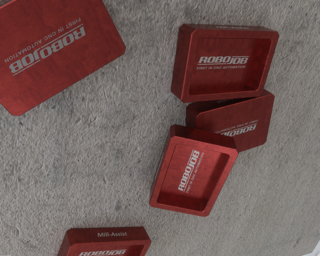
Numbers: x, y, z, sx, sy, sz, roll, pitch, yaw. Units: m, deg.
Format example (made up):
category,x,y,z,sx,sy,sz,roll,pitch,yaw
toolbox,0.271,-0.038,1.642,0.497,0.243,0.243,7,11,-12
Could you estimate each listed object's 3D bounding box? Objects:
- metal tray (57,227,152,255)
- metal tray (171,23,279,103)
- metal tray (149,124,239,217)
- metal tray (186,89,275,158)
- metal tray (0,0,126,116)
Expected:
category,x,y,z,sx,sy,sz,roll,pitch,yaw
metal tray,-0.088,0.197,0.477,0.131,0.030,0.089,11,113,-33
metal tray,0.083,-0.083,0.397,0.131,0.030,0.089,-7,122,-25
metal tray,0.043,0.063,0.432,0.091,0.030,0.129,13,122,-6
metal tray,0.102,-0.003,0.457,0.131,0.030,0.089,-15,125,-20
metal tray,-0.109,-0.081,0.293,0.131,0.030,0.090,-33,129,-7
